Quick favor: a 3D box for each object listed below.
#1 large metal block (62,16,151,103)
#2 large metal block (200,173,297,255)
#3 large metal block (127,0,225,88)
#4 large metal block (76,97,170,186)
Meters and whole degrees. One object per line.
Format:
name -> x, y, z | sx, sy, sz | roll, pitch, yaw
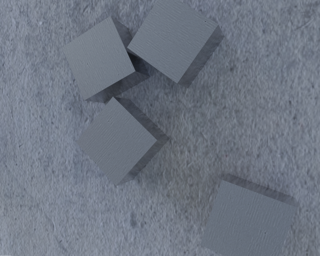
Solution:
large metal block -> -0.072, -0.089, 0.420 | 0.080, 0.050, 0.080 | -27, 82, 17
large metal block -> 0.102, 0.107, 0.360 | 0.080, 0.050, 0.080 | 19, 96, 18
large metal block -> 0.021, -0.108, 0.388 | 0.080, 0.050, 0.080 | 38, 102, 15
large metal block -> -0.048, 0.016, 0.412 | 0.080, 0.050, 0.080 | 44, 103, 14
